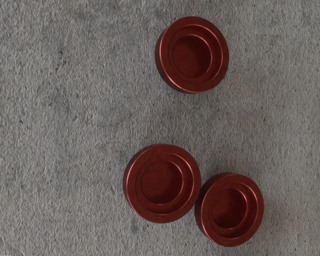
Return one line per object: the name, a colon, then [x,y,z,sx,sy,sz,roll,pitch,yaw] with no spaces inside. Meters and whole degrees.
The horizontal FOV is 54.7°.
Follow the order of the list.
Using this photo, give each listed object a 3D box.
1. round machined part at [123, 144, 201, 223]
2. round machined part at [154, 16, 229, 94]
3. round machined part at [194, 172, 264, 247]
round machined part: [0.000,0.068,0.400,0.099,0.042,0.097,0,90,-20]
round machined part: [0.039,-0.094,0.414,0.099,0.042,0.097,0,90,-20]
round machined part: [0.092,0.110,0.434,0.099,0.042,0.097,0,90,-20]
